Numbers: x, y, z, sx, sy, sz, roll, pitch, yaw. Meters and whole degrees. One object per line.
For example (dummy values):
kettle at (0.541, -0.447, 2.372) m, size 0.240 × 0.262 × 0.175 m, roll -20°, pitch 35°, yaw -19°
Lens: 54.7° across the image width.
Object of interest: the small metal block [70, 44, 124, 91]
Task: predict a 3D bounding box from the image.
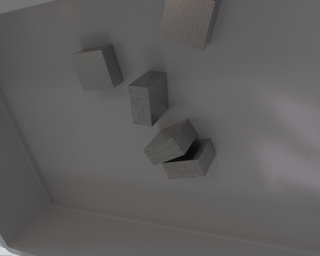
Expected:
small metal block at (-0.081, -0.078, 0.404) m, size 0.050 × 0.025 × 0.050 m, roll -1°, pitch 118°, yaw 29°

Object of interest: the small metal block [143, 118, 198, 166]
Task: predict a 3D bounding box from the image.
small metal block at (0.014, 0.018, 0.396) m, size 0.050 × 0.050 × 0.025 m, roll -25°, pitch 105°, yaw 37°

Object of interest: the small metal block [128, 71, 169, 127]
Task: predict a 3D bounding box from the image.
small metal block at (-0.012, -0.037, 0.376) m, size 0.025 × 0.050 × 0.050 m, roll 9°, pitch 123°, yaw 23°

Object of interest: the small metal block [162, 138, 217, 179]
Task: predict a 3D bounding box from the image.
small metal block at (0.038, 0.039, 0.396) m, size 0.050 × 0.050 × 0.025 m, roll -10°, pitch 113°, yaw 32°

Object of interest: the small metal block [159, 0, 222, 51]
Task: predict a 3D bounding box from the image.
small metal block at (0.031, -0.115, 0.321) m, size 0.050 × 0.025 × 0.050 m, roll 23°, pitch 127°, yaw 14°
